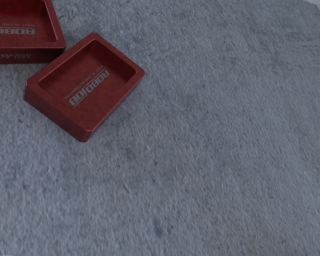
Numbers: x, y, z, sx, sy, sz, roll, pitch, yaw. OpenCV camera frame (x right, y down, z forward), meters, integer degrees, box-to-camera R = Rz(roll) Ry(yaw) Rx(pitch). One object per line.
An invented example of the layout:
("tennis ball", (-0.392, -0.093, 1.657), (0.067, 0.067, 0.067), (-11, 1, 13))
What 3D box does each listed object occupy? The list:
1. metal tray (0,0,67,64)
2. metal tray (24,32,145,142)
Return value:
("metal tray", (-0.190, -0.122, 0.372), (0.131, 0.030, 0.090), (-10, 67, -33))
("metal tray", (-0.089, -0.055, 0.387), (0.090, 0.030, 0.130), (38, 51, -3))
